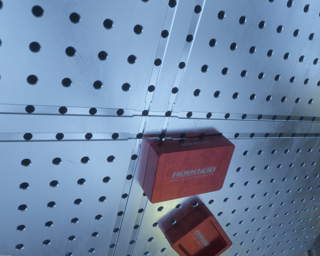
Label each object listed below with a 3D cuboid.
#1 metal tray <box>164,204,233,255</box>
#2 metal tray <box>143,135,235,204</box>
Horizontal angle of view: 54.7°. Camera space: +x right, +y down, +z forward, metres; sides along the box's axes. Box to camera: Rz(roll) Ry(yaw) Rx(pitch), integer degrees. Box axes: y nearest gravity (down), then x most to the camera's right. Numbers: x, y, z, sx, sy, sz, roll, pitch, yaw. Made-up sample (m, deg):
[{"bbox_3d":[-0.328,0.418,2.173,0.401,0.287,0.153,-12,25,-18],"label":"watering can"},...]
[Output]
[{"bbox_3d":[0.076,0.209,0.581,0.090,0.030,0.130,-37,130,-4],"label":"metal tray"},{"bbox_3d":[0.044,0.061,0.472,0.131,0.030,0.089,-5,121,-27],"label":"metal tray"}]
